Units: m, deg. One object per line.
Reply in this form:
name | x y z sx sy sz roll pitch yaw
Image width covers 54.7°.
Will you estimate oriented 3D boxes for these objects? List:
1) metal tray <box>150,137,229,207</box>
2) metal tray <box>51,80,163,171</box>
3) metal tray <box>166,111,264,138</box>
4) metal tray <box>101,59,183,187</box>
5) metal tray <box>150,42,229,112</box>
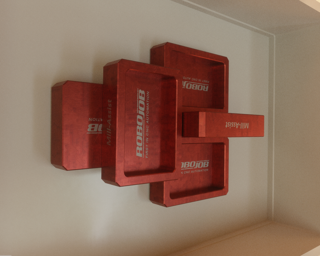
metal tray | 0.046 0.056 0.442 0.131 0.030 0.089 1 90 -40
metal tray | -0.055 -0.002 0.355 0.131 0.030 0.089 0 90 -40
metal tray | 0.068 -0.004 0.420 0.131 0.090 0.030 1 90 -40
metal tray | -0.018 -0.005 0.348 0.091 0.030 0.129 1 89 -40
metal tray | 0.046 -0.064 0.442 0.131 0.030 0.089 1 90 -40
